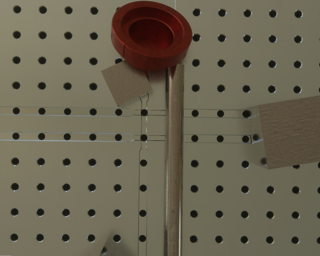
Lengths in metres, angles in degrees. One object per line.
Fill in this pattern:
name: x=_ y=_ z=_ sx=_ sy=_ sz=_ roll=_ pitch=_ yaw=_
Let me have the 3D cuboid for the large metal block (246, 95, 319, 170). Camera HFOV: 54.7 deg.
large metal block: x=0.165 y=0.005 z=0.402 sx=0.080 sy=0.050 sz=0.080 roll=-9 pitch=90 yaw=0

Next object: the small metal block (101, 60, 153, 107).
small metal block: x=-0.043 y=-0.062 z=0.413 sx=0.050 sy=0.025 sz=0.050 roll=-25 pitch=90 yaw=0

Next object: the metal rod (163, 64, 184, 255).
metal rod: x=0.018 y=0.066 z=0.413 sx=0.025 sy=0.025 sz=0.298 roll=1 pitch=90 yaw=0

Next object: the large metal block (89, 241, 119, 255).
large metal block: x=-0.078 y=0.211 z=0.400 sx=0.080 sy=0.050 sz=0.080 roll=-40 pitch=90 yaw=0

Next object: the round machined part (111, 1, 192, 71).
round machined part: x=-0.012 y=-0.111 z=0.390 sx=0.099 sy=0.042 sz=0.098 roll=6 pitch=58 yaw=-10
